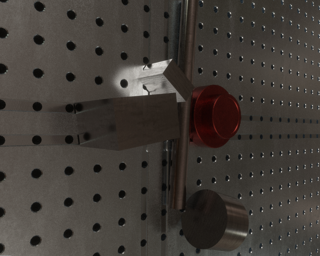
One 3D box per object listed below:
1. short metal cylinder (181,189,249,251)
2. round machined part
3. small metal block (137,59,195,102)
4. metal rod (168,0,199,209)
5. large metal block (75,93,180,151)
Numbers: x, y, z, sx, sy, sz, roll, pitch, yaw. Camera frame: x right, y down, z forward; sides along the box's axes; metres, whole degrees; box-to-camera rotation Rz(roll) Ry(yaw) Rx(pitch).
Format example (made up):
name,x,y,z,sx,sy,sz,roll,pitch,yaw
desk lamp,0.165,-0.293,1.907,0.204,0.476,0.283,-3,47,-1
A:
name,x,y,z,sx,sy,sz,roll,pitch,yaw
short metal cylinder,0.077,0.132,0.441,0.050,0.080,0.080,24,75,-38
round machined part,0.087,-0.018,0.474,0.099,0.042,0.097,0,90,-40
small metal block,0.008,-0.059,0.401,0.050,0.050,0.025,46,62,-31
metal rod,0.033,-0.038,0.439,0.025,0.025,0.298,7,86,-40
large metal block,-0.037,-0.009,0.344,0.081,0.080,0.050,-10,97,-40
